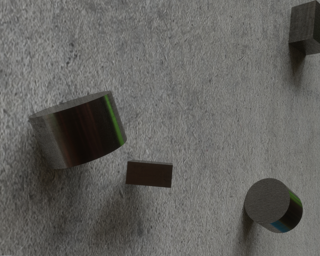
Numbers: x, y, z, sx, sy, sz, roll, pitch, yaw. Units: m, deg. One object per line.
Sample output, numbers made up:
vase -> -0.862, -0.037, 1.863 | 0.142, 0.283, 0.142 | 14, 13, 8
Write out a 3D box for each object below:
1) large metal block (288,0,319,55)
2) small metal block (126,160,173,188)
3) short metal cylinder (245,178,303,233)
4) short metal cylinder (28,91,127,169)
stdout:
large metal block -> 0.319, -0.209, 0.656 | 0.081, 0.050, 0.080 | 13, 82, -39
small metal block -> -0.011, 0.053, 0.366 | 0.050, 0.050, 0.025 | 5, 86, 2
short metal cylinder -> 0.195, 0.133, 0.533 | 0.050, 0.080, 0.080 | 37, 67, -34
short metal cylinder -> -0.078, 0.000, 0.303 | 0.081, 0.080, 0.050 | -27, 107, -37
